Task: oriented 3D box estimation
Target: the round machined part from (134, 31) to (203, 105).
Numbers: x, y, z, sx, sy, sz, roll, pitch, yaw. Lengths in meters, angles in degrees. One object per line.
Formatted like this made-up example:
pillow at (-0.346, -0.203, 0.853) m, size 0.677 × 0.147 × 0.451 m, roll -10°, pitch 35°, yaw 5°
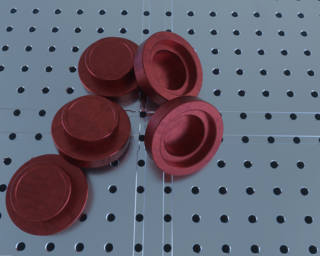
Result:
round machined part at (0.007, -0.074, 0.414) m, size 0.099 × 0.042 × 0.098 m, roll 9°, pitch 74°, yaw -34°

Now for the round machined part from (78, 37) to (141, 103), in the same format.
round machined part at (-0.066, -0.088, 0.434) m, size 0.099 × 0.042 × 0.098 m, roll 0°, pitch 70°, yaw -1°

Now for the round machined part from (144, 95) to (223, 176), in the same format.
round machined part at (0.026, 0.006, 0.382) m, size 0.098 × 0.098 × 0.042 m, roll -32°, pitch 34°, yaw -11°

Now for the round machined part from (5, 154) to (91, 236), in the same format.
round machined part at (-0.137, 0.078, 0.373) m, size 0.099 × 0.042 × 0.098 m, roll 0°, pitch 70°, yaw -1°

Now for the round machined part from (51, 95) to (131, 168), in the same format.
round machined part at (-0.086, -0.003, 0.390) m, size 0.099 × 0.042 × 0.098 m, roll 5°, pitch 56°, yaw -7°
